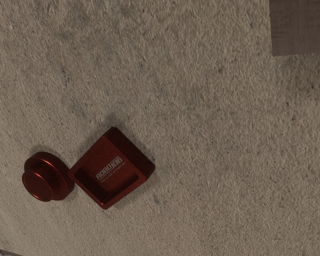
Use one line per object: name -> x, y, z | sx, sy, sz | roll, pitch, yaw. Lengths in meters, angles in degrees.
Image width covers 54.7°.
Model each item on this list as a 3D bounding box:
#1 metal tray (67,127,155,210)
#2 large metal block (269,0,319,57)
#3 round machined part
metal tray -> -0.080, 0.067, 0.484 | 0.090, 0.030, 0.129 | 45, 129, -4
large metal block -> 0.134, -0.096, 0.242 | 0.080, 0.080, 0.050 | 1, 119, 27
round machined part -> -0.208, 0.095, 0.561 | 0.098, 0.042, 0.097 | 13, 124, 20
